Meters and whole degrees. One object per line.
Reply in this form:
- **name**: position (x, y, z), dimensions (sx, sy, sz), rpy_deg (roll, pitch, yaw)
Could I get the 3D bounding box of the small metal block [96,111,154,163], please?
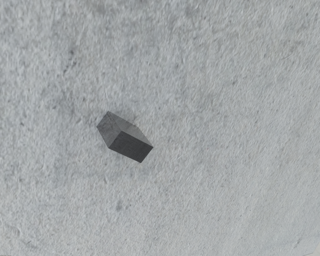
- **small metal block**: position (-0.043, 0.011, 0.373), dimensions (0.050, 0.050, 0.025), rpy_deg (30, 102, -38)
